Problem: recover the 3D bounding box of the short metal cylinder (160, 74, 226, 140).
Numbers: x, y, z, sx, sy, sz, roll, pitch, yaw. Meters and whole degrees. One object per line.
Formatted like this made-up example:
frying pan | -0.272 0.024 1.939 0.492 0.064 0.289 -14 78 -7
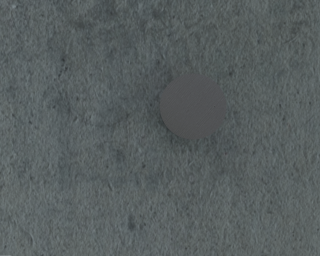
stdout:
short metal cylinder | 0.040 -0.026 0.398 0.081 0.050 0.079 0 90 -1
